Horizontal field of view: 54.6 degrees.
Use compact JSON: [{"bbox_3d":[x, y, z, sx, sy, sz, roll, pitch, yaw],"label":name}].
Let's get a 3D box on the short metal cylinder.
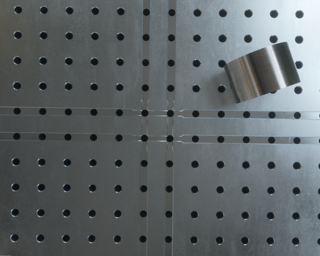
[{"bbox_3d":[0.126,-0.067,0.387,0.080,0.080,0.050,-19,90,0],"label":"short metal cylinder"}]
